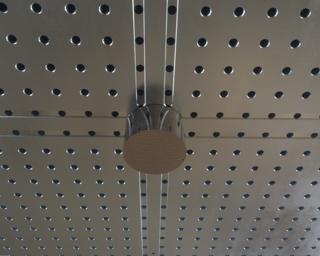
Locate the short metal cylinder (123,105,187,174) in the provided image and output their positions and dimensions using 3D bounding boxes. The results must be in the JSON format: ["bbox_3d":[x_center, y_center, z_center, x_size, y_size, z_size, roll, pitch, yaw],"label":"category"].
[{"bbox_3d":[-0.007,0.016,0.408,0.081,0.050,0.079,0,130,0],"label":"short metal cylinder"}]
